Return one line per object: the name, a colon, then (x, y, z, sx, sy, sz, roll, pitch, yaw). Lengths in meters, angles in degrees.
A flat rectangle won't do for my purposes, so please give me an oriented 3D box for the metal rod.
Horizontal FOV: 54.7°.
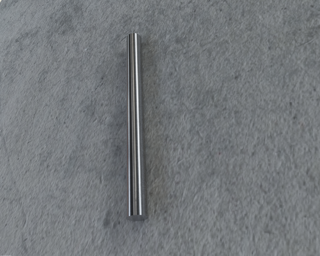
metal rod: (-0.035, -0.023, 0.434, 0.025, 0.025, 0.299, -16, 55, 18)
